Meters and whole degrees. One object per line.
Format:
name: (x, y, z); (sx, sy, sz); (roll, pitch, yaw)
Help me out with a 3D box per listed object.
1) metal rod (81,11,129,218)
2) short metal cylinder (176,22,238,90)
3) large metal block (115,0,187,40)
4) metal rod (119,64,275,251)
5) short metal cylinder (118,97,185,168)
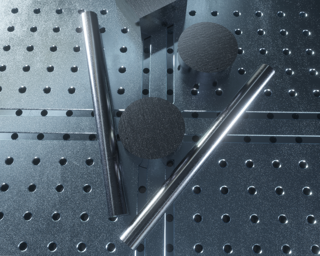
metal rod: (-0.079, -0.032, 0.422); (0.025, 0.025, 0.299); (-11, 70, -4)
short metal cylinder: (0.064, -0.100, 0.435); (0.081, 0.050, 0.080); (0, 70, 0)
large metal block: (-0.015, -0.194, 0.469); (0.080, 0.050, 0.080); (-30, 73, -11)
metal rod: (0.057, 0.027, 0.402); (0.025, 0.025, 0.301); (38, 74, 12)
short metal cylinder: (-0.010, 0.007, 0.396); (0.081, 0.050, 0.080); (0, 70, 0)
